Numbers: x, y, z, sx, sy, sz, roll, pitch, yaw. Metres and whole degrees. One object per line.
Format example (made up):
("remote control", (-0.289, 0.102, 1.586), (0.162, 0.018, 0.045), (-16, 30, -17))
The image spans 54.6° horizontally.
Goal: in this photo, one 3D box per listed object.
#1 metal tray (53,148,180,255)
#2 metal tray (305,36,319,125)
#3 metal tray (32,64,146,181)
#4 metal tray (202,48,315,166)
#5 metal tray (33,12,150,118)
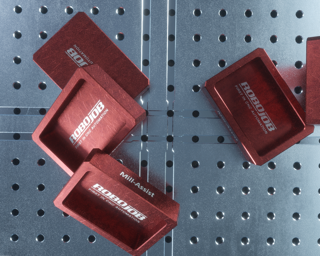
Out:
("metal tray", (-0.052, 0.094, 0.381), (0.130, 0.030, 0.090), (36, 119, -9))
("metal tray", (0.196, -0.048, 0.363), (0.030, 0.131, 0.090), (1, 90, 32))
("metal tray", (-0.090, -0.002, 0.381), (0.090, 0.030, 0.129), (44, 118, 0))
("metal tray", (0.128, -0.027, 0.411), (0.090, 0.030, 0.130), (-33, 90, 0))
("metal tray", (-0.088, -0.075, 0.410), (0.090, 0.030, 0.130), (-44, 90, 0))
